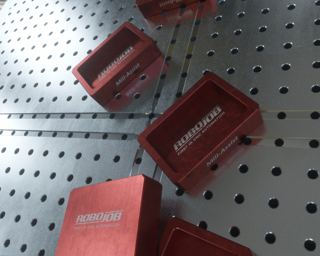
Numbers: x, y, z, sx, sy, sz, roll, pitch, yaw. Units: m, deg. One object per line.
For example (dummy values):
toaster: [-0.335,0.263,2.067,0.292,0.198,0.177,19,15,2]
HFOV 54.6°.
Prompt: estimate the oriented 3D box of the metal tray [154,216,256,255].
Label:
metal tray: [0.026,0.162,0.292,0.090,0.030,0.130,14,69,34]

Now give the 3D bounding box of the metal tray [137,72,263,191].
metal tray: [0.047,0.001,0.380,0.130,0.030,0.090,-42,51,-1]

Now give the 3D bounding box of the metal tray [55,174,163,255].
metal tray: [-0.060,0.108,0.350,0.130,0.030,0.090,-18,53,36]

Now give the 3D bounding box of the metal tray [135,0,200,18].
metal tray: [0.025,-0.254,0.548,0.130,0.030,0.090,-9,58,23]

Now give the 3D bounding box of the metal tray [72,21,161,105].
metal tray: [-0.074,-0.109,0.512,0.130,0.030,0.090,-42,51,-1]
